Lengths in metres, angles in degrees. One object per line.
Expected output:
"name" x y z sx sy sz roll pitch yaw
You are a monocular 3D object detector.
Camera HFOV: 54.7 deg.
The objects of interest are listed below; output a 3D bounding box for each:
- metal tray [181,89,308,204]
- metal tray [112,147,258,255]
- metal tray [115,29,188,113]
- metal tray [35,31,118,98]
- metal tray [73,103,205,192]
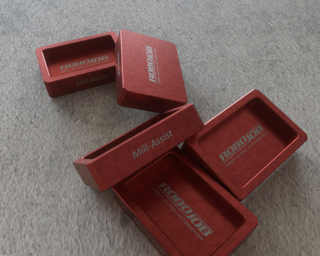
"metal tray" 0.102 0.019 0.372 0.131 0.030 0.090 -34 72 -26
"metal tray" 0.023 0.085 0.328 0.091 0.030 0.130 -33 58 -25
"metal tray" -0.016 -0.081 0.445 0.091 0.030 0.130 9 49 -21
"metal tray" -0.118 -0.103 0.484 0.131 0.030 0.090 -18 52 -15
"metal tray" -0.025 0.019 0.346 0.131 0.090 0.030 -30 98 -24
